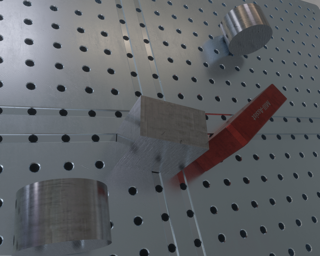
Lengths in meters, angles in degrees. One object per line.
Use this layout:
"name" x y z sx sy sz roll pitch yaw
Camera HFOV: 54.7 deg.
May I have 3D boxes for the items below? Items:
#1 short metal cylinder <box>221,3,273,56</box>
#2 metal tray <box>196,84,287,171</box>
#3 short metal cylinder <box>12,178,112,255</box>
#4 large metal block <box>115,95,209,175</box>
"short metal cylinder" 0.156 -0.178 0.566 0.081 0.080 0.050 0 62 -28
"metal tray" 0.110 -0.002 0.426 0.030 0.090 0.131 49 51 5
"short metal cylinder" -0.086 0.082 0.277 0.081 0.080 0.050 4 60 -26
"large metal block" 0.000 0.012 0.365 0.081 0.080 0.050 12 57 -22
